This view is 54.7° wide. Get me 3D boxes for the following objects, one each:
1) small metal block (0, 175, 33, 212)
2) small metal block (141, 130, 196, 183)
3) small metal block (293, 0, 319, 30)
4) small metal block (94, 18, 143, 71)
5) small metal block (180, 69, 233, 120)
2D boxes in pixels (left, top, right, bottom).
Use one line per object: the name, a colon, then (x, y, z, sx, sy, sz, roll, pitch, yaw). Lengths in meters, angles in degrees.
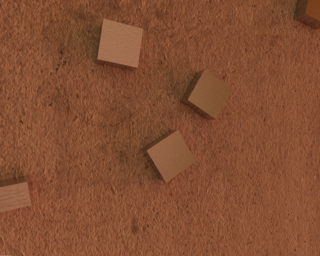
small metal block: (-0.167, 0.072, 0.334, 0.050, 0.050, 0.025, -10, 94, -20)
small metal block: (0.011, 0.036, 0.413, 0.050, 0.025, 0.050, -33, 101, -17)
small metal block: (0.249, -0.194, 0.500, 0.050, 0.025, 0.050, 16, 85, -20)
small metal block: (-0.052, -0.103, 0.390, 0.050, 0.025, 0.050, 9, 87, -20)
small metal block: (0.065, -0.046, 0.433, 0.050, 0.025, 0.050, 33, 79, -17)
